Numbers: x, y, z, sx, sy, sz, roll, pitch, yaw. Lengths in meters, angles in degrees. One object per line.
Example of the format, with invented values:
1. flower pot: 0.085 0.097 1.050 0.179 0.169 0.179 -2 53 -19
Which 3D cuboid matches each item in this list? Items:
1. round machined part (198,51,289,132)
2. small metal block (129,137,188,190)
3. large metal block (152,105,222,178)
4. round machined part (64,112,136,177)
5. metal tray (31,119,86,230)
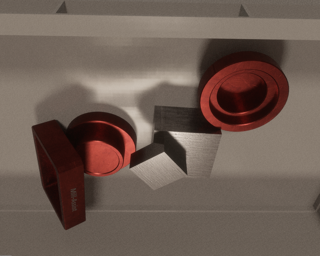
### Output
1. round machined part: 0.093 -0.046 0.361 0.099 0.042 0.097 -1 130 0
2. small metal block: -0.001 0.045 0.382 0.050 0.025 0.050 -28 125 21
3. large metal block: 0.030 0.019 0.410 0.081 0.050 0.079 3 130 -4
4. round machined part: -0.082 0.029 0.421 0.099 0.042 0.097 -1 130 0
5. metal tray: -0.135 0.065 0.417 0.030 0.090 0.129 -20 139 -31
